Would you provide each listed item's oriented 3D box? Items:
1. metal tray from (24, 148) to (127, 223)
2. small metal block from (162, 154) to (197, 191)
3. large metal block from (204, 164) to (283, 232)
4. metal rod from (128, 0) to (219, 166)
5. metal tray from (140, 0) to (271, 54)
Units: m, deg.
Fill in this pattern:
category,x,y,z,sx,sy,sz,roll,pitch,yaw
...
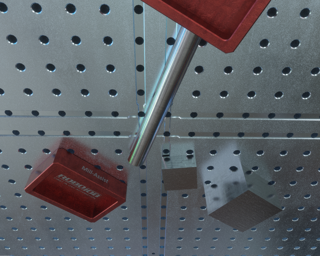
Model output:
category,x,y,z,sx,sy,sz,roll,pitch,yaw
metal tray,-0.129,0.095,0.487,0.130,0.030,0.090,36,121,-27
small metal block,0.030,0.068,0.471,0.050,0.025,0.050,-5,130,3
large metal block,0.131,0.114,0.495,0.080,0.050,0.080,32,123,-25
metal rod,0.015,-0.061,0.359,0.025,0.025,0.298,15,129,-13
metal tray,0.033,-0.136,0.265,0.130,0.030,0.089,31,127,-3
